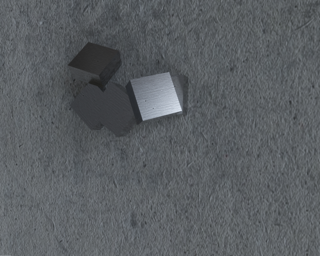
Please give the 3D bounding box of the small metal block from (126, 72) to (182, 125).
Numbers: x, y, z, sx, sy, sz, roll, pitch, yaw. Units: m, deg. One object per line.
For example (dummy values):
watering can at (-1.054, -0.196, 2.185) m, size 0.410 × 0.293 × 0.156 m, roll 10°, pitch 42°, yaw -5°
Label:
small metal block at (-0.008, -0.035, 0.372) m, size 0.050 × 0.025 × 0.050 m, roll -15°, pitch 84°, yaw -21°

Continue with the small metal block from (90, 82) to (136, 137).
small metal block at (-0.053, -0.024, 0.400) m, size 0.050 × 0.025 × 0.050 m, roll 39°, pitch 102°, yaw 15°

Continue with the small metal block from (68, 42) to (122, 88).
small metal block at (-0.089, -0.088, 0.428) m, size 0.050 × 0.025 × 0.050 m, roll 20°, pitch 60°, yaw 18°

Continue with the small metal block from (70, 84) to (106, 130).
small metal block at (-0.091, -0.032, 0.441) m, size 0.050 × 0.025 × 0.050 m, roll -46°, pitch 76°, yaw 14°

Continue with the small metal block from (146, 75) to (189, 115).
small metal block at (0.009, -0.043, 0.406) m, size 0.050 × 0.025 × 0.050 m, roll 2°, pitch 91°, yaw 19°
